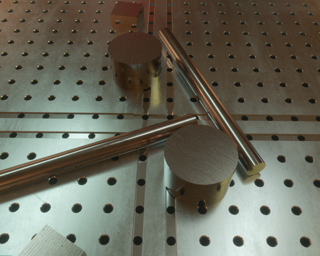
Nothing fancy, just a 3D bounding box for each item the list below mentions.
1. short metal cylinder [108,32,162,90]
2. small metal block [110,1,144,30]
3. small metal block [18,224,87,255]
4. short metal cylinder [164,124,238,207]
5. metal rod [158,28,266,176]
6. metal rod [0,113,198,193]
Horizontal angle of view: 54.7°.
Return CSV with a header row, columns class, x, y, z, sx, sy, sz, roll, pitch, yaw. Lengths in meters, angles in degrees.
class,x,y,z,sx,sy,sz,roll,pitch,yaw
short metal cylinder,-0.037,-0.104,0.478,0.081,0.050,0.080,0,50,0
small metal block,-0.061,-0.214,0.587,0.050,0.025,0.050,9,51,7
small metal block,-0.106,0.130,0.297,0.050,0.025,0.050,26,55,20
short metal cylinder,0.045,0.042,0.356,0.081,0.050,0.080,0,50,0
metal rod,0.061,-0.059,0.456,0.025,0.025,0.300,-16,52,-13
metal rod,-0.095,0.035,0.377,0.302,0.025,0.025,-17,52,-14
